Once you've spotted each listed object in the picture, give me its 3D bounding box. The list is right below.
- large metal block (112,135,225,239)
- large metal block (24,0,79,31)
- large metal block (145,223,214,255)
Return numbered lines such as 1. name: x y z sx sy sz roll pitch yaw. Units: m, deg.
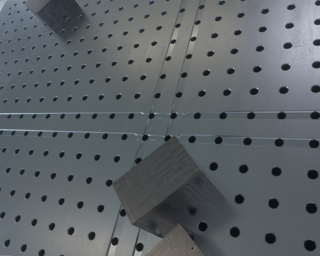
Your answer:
1. large metal block: 0.011 0.066 0.327 0.080 0.080 0.050 -38 51 3
2. large metal block: -0.242 -0.275 0.690 0.080 0.050 0.080 -47 51 -5
3. large metal block: 0.021 0.152 0.289 0.080 0.050 0.080 -43 51 -1
